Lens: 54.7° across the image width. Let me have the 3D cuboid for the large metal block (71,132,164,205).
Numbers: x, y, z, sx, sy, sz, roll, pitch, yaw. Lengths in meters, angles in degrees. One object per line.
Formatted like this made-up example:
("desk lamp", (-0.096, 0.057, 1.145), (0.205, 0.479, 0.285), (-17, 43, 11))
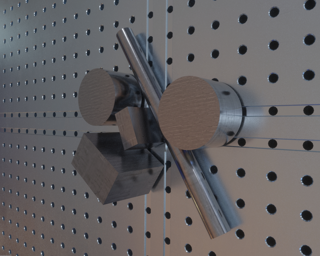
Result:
("large metal block", (-0.057, 0.049, 0.414), (0.080, 0.081, 0.050), (42, 116, 32))

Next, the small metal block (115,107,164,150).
("small metal block", (-0.027, 0.001, 0.410), (0.025, 0.050, 0.050), (-27, 73, 37))

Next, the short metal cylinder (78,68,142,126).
("short metal cylinder", (-0.073, -0.043, 0.449), (0.080, 0.050, 0.079), (0, 90, 40))

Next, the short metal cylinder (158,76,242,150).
("short metal cylinder", (0.045, -0.016, 0.351), (0.080, 0.050, 0.079), (0, 90, 40))

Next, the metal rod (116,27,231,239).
("metal rod", (0.009, -0.008, 0.397), (0.025, 0.025, 0.299), (-38, 67, 33))
